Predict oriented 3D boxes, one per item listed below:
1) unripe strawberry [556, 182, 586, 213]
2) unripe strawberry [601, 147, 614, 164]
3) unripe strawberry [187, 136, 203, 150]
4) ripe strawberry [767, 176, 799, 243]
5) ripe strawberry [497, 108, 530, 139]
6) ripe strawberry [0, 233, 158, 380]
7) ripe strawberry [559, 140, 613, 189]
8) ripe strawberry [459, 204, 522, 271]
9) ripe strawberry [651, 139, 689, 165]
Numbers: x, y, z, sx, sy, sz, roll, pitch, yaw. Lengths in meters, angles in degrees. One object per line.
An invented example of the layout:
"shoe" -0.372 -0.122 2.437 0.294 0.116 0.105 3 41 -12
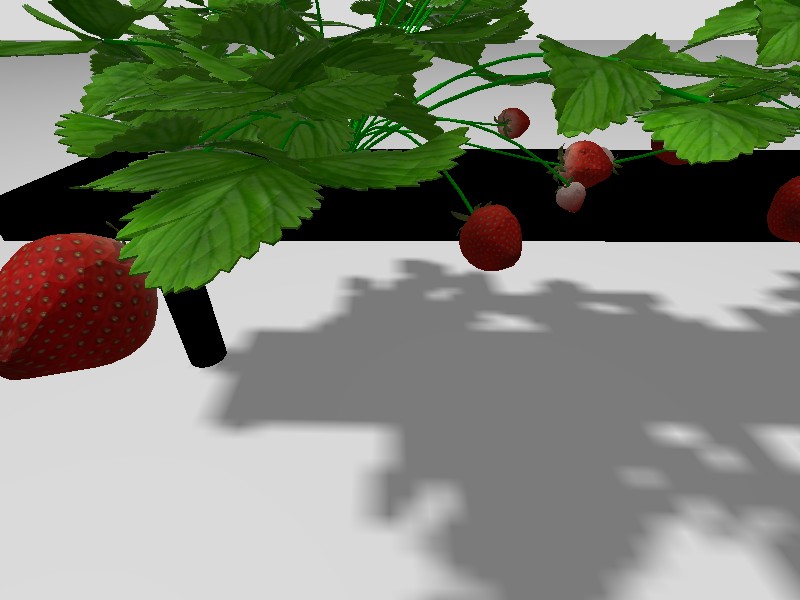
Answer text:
"unripe strawberry" 0.113 -0.067 0.263 0.018 0.019 0.021 -20 17 42
"unripe strawberry" 0.153 -0.107 0.317 0.026 0.026 0.025 -4 35 -5
"unripe strawberry" -0.174 -0.141 0.353 0.045 0.043 0.041 5 35 8
"ripe strawberry" 0.229 -0.050 0.222 0.041 0.040 0.038 -25 42 -31
"ripe strawberry" 0.123 -0.190 0.430 0.031 0.031 0.034 -20 39 -27
"ripe strawberry" -0.113 0.004 0.136 0.048 0.050 0.052 8 36 12
"ripe strawberry" 0.136 -0.097 0.292 0.035 0.035 0.038 10 36 13
"ripe strawberry" 0.047 -0.029 0.200 0.030 0.033 0.032 -18 -33 -24
"ripe strawberry" 0.244 -0.140 0.353 0.042 0.041 0.039 4 35 6
